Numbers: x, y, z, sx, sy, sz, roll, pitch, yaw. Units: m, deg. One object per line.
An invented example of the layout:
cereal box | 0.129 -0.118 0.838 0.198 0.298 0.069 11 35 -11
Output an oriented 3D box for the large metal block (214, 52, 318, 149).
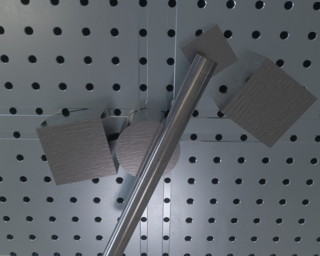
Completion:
large metal block | 0.129 -0.035 0.388 0.080 0.050 0.080 35 106 -12

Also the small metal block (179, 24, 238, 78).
small metal block | 0.059 -0.092 0.380 0.050 0.025 0.050 -32 107 11

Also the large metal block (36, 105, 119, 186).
large metal block | -0.102 0.022 0.407 0.080 0.050 0.079 -11 110 4

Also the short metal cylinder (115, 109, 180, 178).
short metal cylinder | -0.015 0.020 0.407 0.081 0.050 0.079 0 110 0

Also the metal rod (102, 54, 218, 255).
metal rod | -0.009 0.053 0.379 0.025 0.025 0.298 22 109 -8
